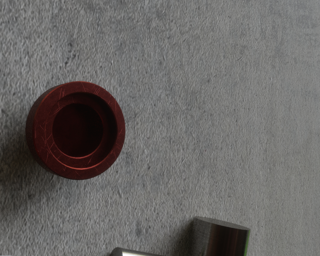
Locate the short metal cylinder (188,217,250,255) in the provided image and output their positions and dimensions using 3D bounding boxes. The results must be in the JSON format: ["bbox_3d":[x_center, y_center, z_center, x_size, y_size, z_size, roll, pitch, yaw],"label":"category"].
[{"bbox_3d":[0.084,0.161,0.443,0.080,0.080,0.050,20,78,-39],"label":"short metal cylinder"}]

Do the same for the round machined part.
[{"bbox_3d":[-0.088,0.002,0.321,0.099,0.042,0.097,0,90,-40],"label":"round machined part"}]

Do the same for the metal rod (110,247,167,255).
[{"bbox_3d":[0.055,0.209,0.453,0.301,0.025,0.025,28,73,-37],"label":"metal rod"}]
